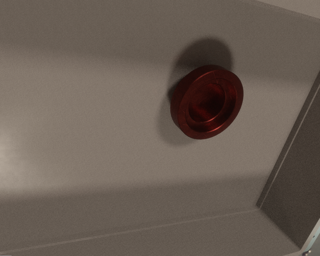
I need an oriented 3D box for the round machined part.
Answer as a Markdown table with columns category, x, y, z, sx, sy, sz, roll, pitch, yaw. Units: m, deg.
| category | x | y | z | sx | sy | sz | roll | pitch | yaw |
| --- | --- | --- | --- | --- | --- | --- | --- | --- | --- |
| round machined part | 0.057 | -0.037 | 0.408 | 0.099 | 0.042 | 0.097 | -14 | 125 | -21 |
